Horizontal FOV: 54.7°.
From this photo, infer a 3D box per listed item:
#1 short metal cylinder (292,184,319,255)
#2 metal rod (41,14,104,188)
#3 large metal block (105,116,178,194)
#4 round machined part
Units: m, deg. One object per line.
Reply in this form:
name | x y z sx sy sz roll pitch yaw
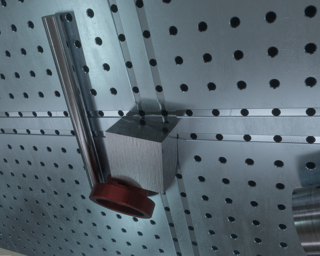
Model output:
short metal cylinder | 0.186 0.101 0.340 0.050 0.080 0.080 -21 108 35
metal rod | -0.120 -0.013 0.464 0.025 0.025 0.298 6 122 24
large metal block | -0.023 0.035 0.426 0.080 0.050 0.079 10 121 22
round machined part | -0.054 0.102 0.471 0.098 0.042 0.098 14 155 7
